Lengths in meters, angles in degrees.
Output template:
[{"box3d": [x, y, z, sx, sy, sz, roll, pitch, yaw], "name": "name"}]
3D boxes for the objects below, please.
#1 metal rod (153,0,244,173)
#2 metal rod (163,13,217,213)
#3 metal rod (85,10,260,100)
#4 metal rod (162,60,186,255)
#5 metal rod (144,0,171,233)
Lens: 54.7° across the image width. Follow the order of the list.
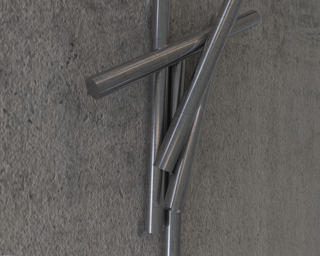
[{"box3d": [0.062, -0.086, 0.392, 0.025, 0.025, 0.299, 28, 82, -37], "name": "metal rod"}, {"box3d": [0.053, -0.036, 0.424, 0.025, 0.025, 0.300, 33, 62, -35], "name": "metal rod"}, {"box3d": [0.038, -0.106, 0.400, 0.302, 0.025, 0.025, -32, 110, -34], "name": "metal rod"}, {"box3d": [0.019, 0.048, 0.420, 0.025, 0.025, 0.298, 3, 88, -40], "name": "metal rod"}, {"box3d": [-0.003, -0.018, 0.401, 0.025, 0.025, 0.298, 3, 88, -40], "name": "metal rod"}]
